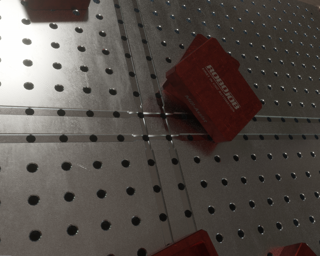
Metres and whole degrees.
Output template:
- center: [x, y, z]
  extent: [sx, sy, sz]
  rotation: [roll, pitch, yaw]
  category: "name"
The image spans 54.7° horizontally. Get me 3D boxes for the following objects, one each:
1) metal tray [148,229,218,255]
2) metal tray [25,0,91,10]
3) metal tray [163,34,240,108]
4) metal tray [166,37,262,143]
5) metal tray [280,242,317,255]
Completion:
- center: [0.011, 0.169, 0.308]
  extent: [0.131, 0.030, 0.090]
  rotation: [-14, 69, -34]
  category: "metal tray"
- center: [-0.167, -0.234, 0.458]
  extent: [0.091, 0.030, 0.130]
  rotation: [-16, 70, -35]
  category: "metal tray"
- center: [0.071, -0.086, 0.498]
  extent: [0.090, 0.030, 0.130]
  rotation: [35, 51, -6]
  category: "metal tray"
- center: [0.081, -0.054, 0.451]
  extent: [0.090, 0.030, 0.130]
  rotation: [-42, 100, -25]
  category: "metal tray"
- center: [0.168, 0.215, 0.366]
  extent: [0.090, 0.030, 0.131]
  rotation: [49, 51, 5]
  category: "metal tray"
